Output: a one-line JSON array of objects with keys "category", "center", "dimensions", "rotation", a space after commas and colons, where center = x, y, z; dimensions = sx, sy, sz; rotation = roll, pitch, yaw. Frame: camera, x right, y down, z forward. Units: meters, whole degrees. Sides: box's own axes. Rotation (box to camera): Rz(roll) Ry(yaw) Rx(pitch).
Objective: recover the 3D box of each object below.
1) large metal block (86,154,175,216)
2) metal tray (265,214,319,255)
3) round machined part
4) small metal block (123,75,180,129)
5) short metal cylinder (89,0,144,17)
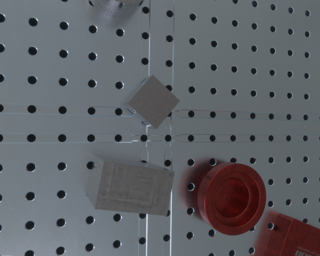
[{"category": "large metal block", "center": [-0.039, 0.066, 0.369], "dimensions": [0.081, 0.080, 0.050], "rotation": [11, 86, -20]}, {"category": "metal tray", "center": [0.235, 0.202, 0.497], "dimensions": [0.131, 0.030, 0.090], "rotation": [25, 82, -19]}, {"category": "round machined part", "center": [0.097, 0.097, 0.439], "dimensions": [0.099, 0.042, 0.097], "rotation": [0, 90, -20]}, {"category": "small metal block", "center": [-0.011, -0.033, 0.408], "dimensions": [0.050, 0.025, 0.050], "rotation": [42, 77, -15]}, {"category": "short metal cylinder", "center": [-0.050, -0.184, 0.380], "dimensions": [0.081, 0.050, 0.080], "rotation": [0, 90, -20]}]
